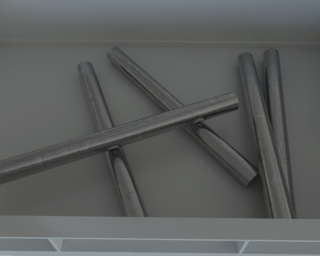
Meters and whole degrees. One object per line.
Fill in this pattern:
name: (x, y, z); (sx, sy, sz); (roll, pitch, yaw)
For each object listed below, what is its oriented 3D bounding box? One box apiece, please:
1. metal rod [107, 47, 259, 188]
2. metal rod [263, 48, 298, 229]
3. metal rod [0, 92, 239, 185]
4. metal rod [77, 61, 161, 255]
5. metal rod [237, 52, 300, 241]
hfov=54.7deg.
metal rod: (0.016, -0.031, 0.430); (0.025, 0.025, 0.300); (-31, 57, -23)
metal rod: (0.155, -0.007, 0.411); (0.025, 0.025, 0.300); (8, 50, 7)
metal rod: (-0.045, 0.009, 0.363); (0.302, 0.025, 0.025); (-17, 52, -14)
metal rod: (-0.064, 0.014, 0.392); (0.025, 0.025, 0.300); (-16, 52, -13)
metal rod: (0.127, -0.006, 0.393); (0.025, 0.025, 0.300); (3, 45, 3)
